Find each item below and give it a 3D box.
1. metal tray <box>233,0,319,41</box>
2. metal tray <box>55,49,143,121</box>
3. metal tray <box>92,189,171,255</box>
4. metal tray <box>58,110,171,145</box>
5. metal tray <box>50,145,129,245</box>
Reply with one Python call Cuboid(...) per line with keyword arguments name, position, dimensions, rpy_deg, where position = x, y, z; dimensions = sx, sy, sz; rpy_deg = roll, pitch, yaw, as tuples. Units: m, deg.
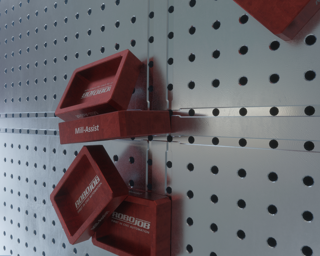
Cuboid(name="metal tray", position=(0.133, -0.163, 0.297), dimensions=(0.129, 0.030, 0.090), rpy_deg=(-52, 60, 27))
Cuboid(name="metal tray", position=(-0.092, -0.058, 0.457), dimensions=(0.130, 0.030, 0.090), rpy_deg=(-8, 56, 39))
Cuboid(name="metal tray", position=(-0.045, 0.135, 0.444), dimensions=(0.130, 0.030, 0.090), rpy_deg=(2, 91, 40))
Cuboid(name="metal tray", position=(-0.062, 0.000, 0.418), dimensions=(0.130, 0.091, 0.030), rpy_deg=(-8, 87, 40))
Cuboid(name="metal tray", position=(-0.109, 0.098, 0.457), dimensions=(0.129, 0.030, 0.090), rpy_deg=(-51, 60, 28))
